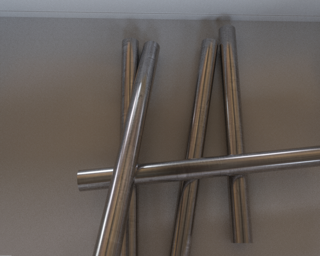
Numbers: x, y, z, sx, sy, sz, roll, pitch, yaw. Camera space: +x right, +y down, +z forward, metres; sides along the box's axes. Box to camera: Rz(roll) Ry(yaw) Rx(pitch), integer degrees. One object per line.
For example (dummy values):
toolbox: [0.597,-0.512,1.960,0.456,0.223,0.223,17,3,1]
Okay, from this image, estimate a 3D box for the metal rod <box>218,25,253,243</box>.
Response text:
metal rod: [0.098,-0.006,0.413,0.025,0.025,0.299,1,70,0]

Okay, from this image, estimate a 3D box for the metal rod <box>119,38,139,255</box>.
metal rod: [-0.040,0.015,0.403,0.025,0.025,0.299,-1,70,-1]

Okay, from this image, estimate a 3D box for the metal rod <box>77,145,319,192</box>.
metal rod: [0.057,0.046,0.365,0.302,0.025,0.025,-6,70,-3]

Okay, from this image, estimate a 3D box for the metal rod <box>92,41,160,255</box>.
metal rod: [-0.031,0.003,0.367,0.025,0.025,0.300,7,55,2]

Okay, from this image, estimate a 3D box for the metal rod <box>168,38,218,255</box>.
metal rod: [0.047,0.014,0.405,0.025,0.025,0.299,10,70,3]
